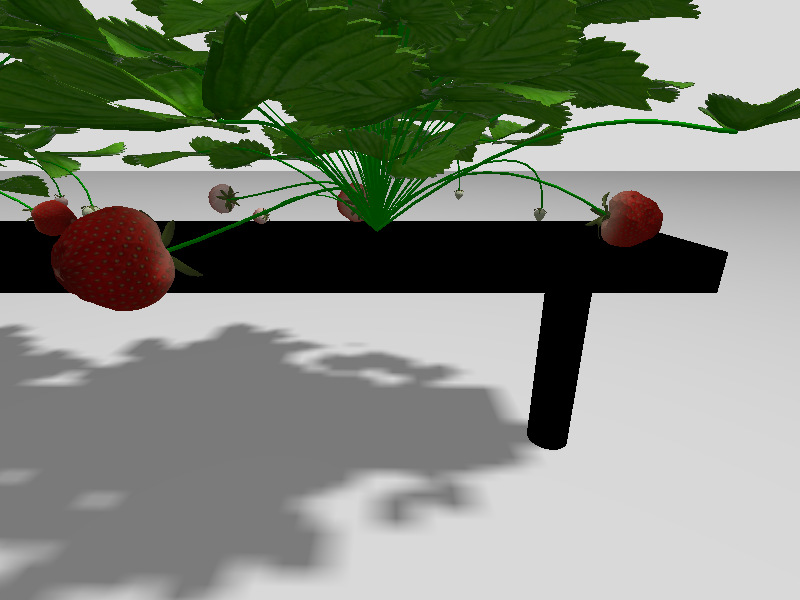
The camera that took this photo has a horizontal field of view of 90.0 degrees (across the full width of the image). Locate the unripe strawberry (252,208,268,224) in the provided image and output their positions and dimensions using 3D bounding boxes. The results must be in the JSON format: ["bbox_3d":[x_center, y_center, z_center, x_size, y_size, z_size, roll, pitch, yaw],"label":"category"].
[{"bbox_3d":[-0.134,-0.080,0.382,0.014,0.015,0.013,-8,16,21],"label":"unripe strawberry"}]

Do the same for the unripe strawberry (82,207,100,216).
[{"bbox_3d":[-0.311,-0.086,0.404,0.015,0.015,0.014,-7,21,-19],"label":"unripe strawberry"}]

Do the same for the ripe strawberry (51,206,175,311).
[{"bbox_3d":[-0.114,-0.016,0.160,0.036,0.041,0.040,9,22,24],"label":"ripe strawberry"}]

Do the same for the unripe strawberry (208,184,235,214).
[{"bbox_3d":[-0.204,-0.116,0.458,0.031,0.032,0.029,12,23,31],"label":"unripe strawberry"}]

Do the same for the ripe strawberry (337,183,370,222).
[{"bbox_3d":[-0.047,-0.099,0.409,0.037,0.039,0.040,-7,20,-20],"label":"ripe strawberry"}]

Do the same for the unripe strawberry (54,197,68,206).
[{"bbox_3d":[-0.424,-0.121,0.502,0.014,0.015,0.015,5,20,15],"label":"unripe strawberry"}]

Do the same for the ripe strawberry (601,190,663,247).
[{"bbox_3d":[0.159,-0.054,0.274,0.037,0.038,0.034,18,24,17],"label":"ripe strawberry"}]

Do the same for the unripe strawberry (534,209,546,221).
[{"bbox_3d":[0.140,-0.085,0.402,0.011,0.012,0.011,-7,21,-19],"label":"unripe strawberry"}]

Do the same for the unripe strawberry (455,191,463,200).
[{"bbox_3d":[0.077,-0.137,0.525,0.010,0.011,0.011,10,22,25],"label":"unripe strawberry"}]

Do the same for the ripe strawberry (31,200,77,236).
[{"bbox_3d":[-0.280,-0.066,0.327,0.030,0.029,0.027,11,20,2],"label":"ripe strawberry"}]
